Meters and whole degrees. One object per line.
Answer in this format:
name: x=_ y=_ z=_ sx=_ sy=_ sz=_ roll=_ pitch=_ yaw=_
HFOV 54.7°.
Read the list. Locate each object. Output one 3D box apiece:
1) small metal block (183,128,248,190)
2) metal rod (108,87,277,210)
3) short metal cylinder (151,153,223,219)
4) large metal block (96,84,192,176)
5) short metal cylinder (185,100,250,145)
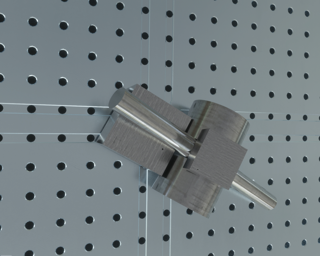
small metal block: x=0.062 y=0.035 z=0.348 sx=0.050 sy=0.025 sz=0.050 roll=29 pitch=80 yaw=-9
metal rod: x=0.061 y=0.041 z=0.390 sx=0.301 sy=0.025 sz=0.025 roll=34 pitch=79 yaw=-33
short metal cylinder: x=0.036 y=0.073 z=0.393 sx=0.080 sy=0.080 sz=0.050 roll=31 pitch=80 yaw=-18
large metal block: x=-0.021 y=0.003 z=0.386 sx=0.080 sy=0.050 sz=0.080 roll=31 pitch=80 yaw=-18
short metal cylinder: x=0.070 y=0.004 z=0.406 sx=0.080 sy=0.080 sz=0.050 roll=29 pitch=81 yaw=-18
